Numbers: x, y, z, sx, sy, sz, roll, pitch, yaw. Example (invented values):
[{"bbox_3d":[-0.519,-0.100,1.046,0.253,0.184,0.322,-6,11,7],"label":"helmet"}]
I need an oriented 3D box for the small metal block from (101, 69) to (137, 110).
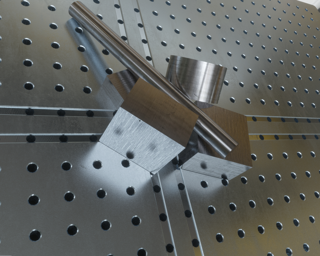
[{"bbox_3d":[-0.042,-0.051,0.418,0.050,0.025,0.050,-27,77,-37],"label":"small metal block"}]

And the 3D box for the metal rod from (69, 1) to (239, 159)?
[{"bbox_3d":[-0.019,-0.073,0.405,0.300,0.025,0.025,44,50,17],"label":"metal rod"}]

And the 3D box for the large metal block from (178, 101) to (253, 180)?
[{"bbox_3d":[0.073,0.018,0.422,0.081,0.050,0.080,16,55,-19],"label":"large metal block"}]

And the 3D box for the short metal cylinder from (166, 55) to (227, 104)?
[{"bbox_3d":[0.048,-0.068,0.433,0.081,0.080,0.050,8,102,-24],"label":"short metal cylinder"}]

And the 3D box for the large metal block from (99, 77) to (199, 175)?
[{"bbox_3d":[-0.015,0.001,0.365,0.080,0.080,0.050,32,51,-8],"label":"large metal block"}]
